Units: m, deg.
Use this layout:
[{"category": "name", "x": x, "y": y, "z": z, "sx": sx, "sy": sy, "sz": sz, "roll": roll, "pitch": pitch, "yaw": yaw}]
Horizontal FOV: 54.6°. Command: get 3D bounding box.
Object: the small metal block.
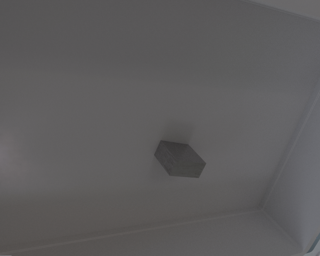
[{"category": "small metal block", "x": 0.028, "y": 0.044, "z": 0.434, "sx": 0.050, "sy": 0.050, "sz": 0.025, "roll": 10, "pitch": 113, "yaw": -33}]
